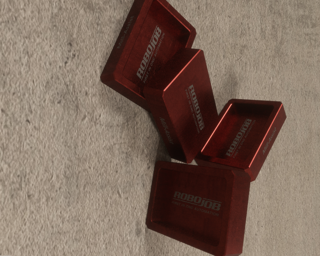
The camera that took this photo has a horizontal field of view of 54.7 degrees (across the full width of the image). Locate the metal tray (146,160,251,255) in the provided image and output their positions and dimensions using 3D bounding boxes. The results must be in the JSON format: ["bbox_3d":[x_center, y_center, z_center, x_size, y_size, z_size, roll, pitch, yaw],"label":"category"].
[{"bbox_3d":[0.040,0.090,0.373,0.030,0.130,0.090,15,81,-40],"label":"metal tray"}]

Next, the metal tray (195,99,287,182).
[{"bbox_3d":[0.121,0.012,0.463,0.130,0.090,0.030,-53,131,-27],"label":"metal tray"}]

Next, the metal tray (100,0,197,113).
[{"bbox_3d":[-0.010,-0.095,0.394,0.090,0.030,0.130,32,70,-36],"label":"metal tray"}]

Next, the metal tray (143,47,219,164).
[{"bbox_3d":[0.034,-0.027,0.406,0.090,0.030,0.130,-51,139,-28],"label":"metal tray"}]
